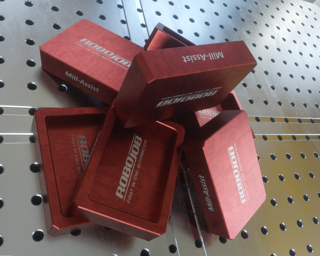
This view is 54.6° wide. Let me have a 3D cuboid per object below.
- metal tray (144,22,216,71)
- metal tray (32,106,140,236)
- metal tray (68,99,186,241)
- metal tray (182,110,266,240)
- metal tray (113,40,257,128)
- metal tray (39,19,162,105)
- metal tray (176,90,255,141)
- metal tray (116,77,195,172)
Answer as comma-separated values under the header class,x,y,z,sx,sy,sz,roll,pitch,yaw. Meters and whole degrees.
class,x,y,z,sx,sy,sz,roll,pitch,yaw
metal tray,0.028,-0.112,0.444,0.090,0.030,0.130,29,19,-9
metal tray,-0.082,0.040,0.337,0.091,0.030,0.130,-4,63,-31
metal tray,-0.028,0.040,0.326,0.090,0.030,0.130,24,53,-13
metal tray,0.082,0.054,0.373,0.091,0.030,0.129,-33,113,-37
metal tray,0.025,-0.046,0.325,0.131,0.090,0.030,-14,69,-29
metal tray,-0.071,-0.083,0.395,0.130,0.030,0.090,29,51,10
metal tray,0.073,-0.020,0.432,0.131,0.030,0.090,6,58,-45
metal tray,-0.008,-0.007,0.404,0.091,0.030,0.130,-4,61,-32
